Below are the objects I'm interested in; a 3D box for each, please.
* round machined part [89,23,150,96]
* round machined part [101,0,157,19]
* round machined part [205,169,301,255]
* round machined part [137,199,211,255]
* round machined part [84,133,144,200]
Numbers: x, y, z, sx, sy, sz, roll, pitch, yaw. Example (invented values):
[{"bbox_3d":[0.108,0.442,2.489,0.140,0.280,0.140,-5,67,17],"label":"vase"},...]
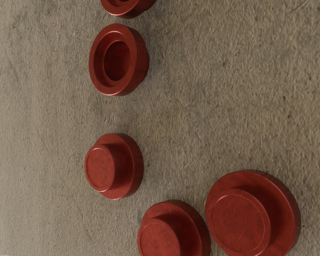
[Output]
[{"bbox_3d":[-0.054,-0.094,0.438,0.098,0.042,0.097,0,90,40],"label":"round machined part"},{"bbox_3d":[-0.036,-0.199,0.424,0.098,0.042,0.097,0,90,40],"label":"round machined part"},{"bbox_3d":[0.089,0.094,0.321,0.098,0.042,0.097,0,90,40],"label":"round machined part"},{"bbox_3d":[0.010,0.142,0.386,0.098,0.042,0.097,0,90,40],"label":"round machined part"},{"bbox_3d":[-0.074,0.057,0.455,0.098,0.042,0.097,0,90,40],"label":"round machined part"}]
